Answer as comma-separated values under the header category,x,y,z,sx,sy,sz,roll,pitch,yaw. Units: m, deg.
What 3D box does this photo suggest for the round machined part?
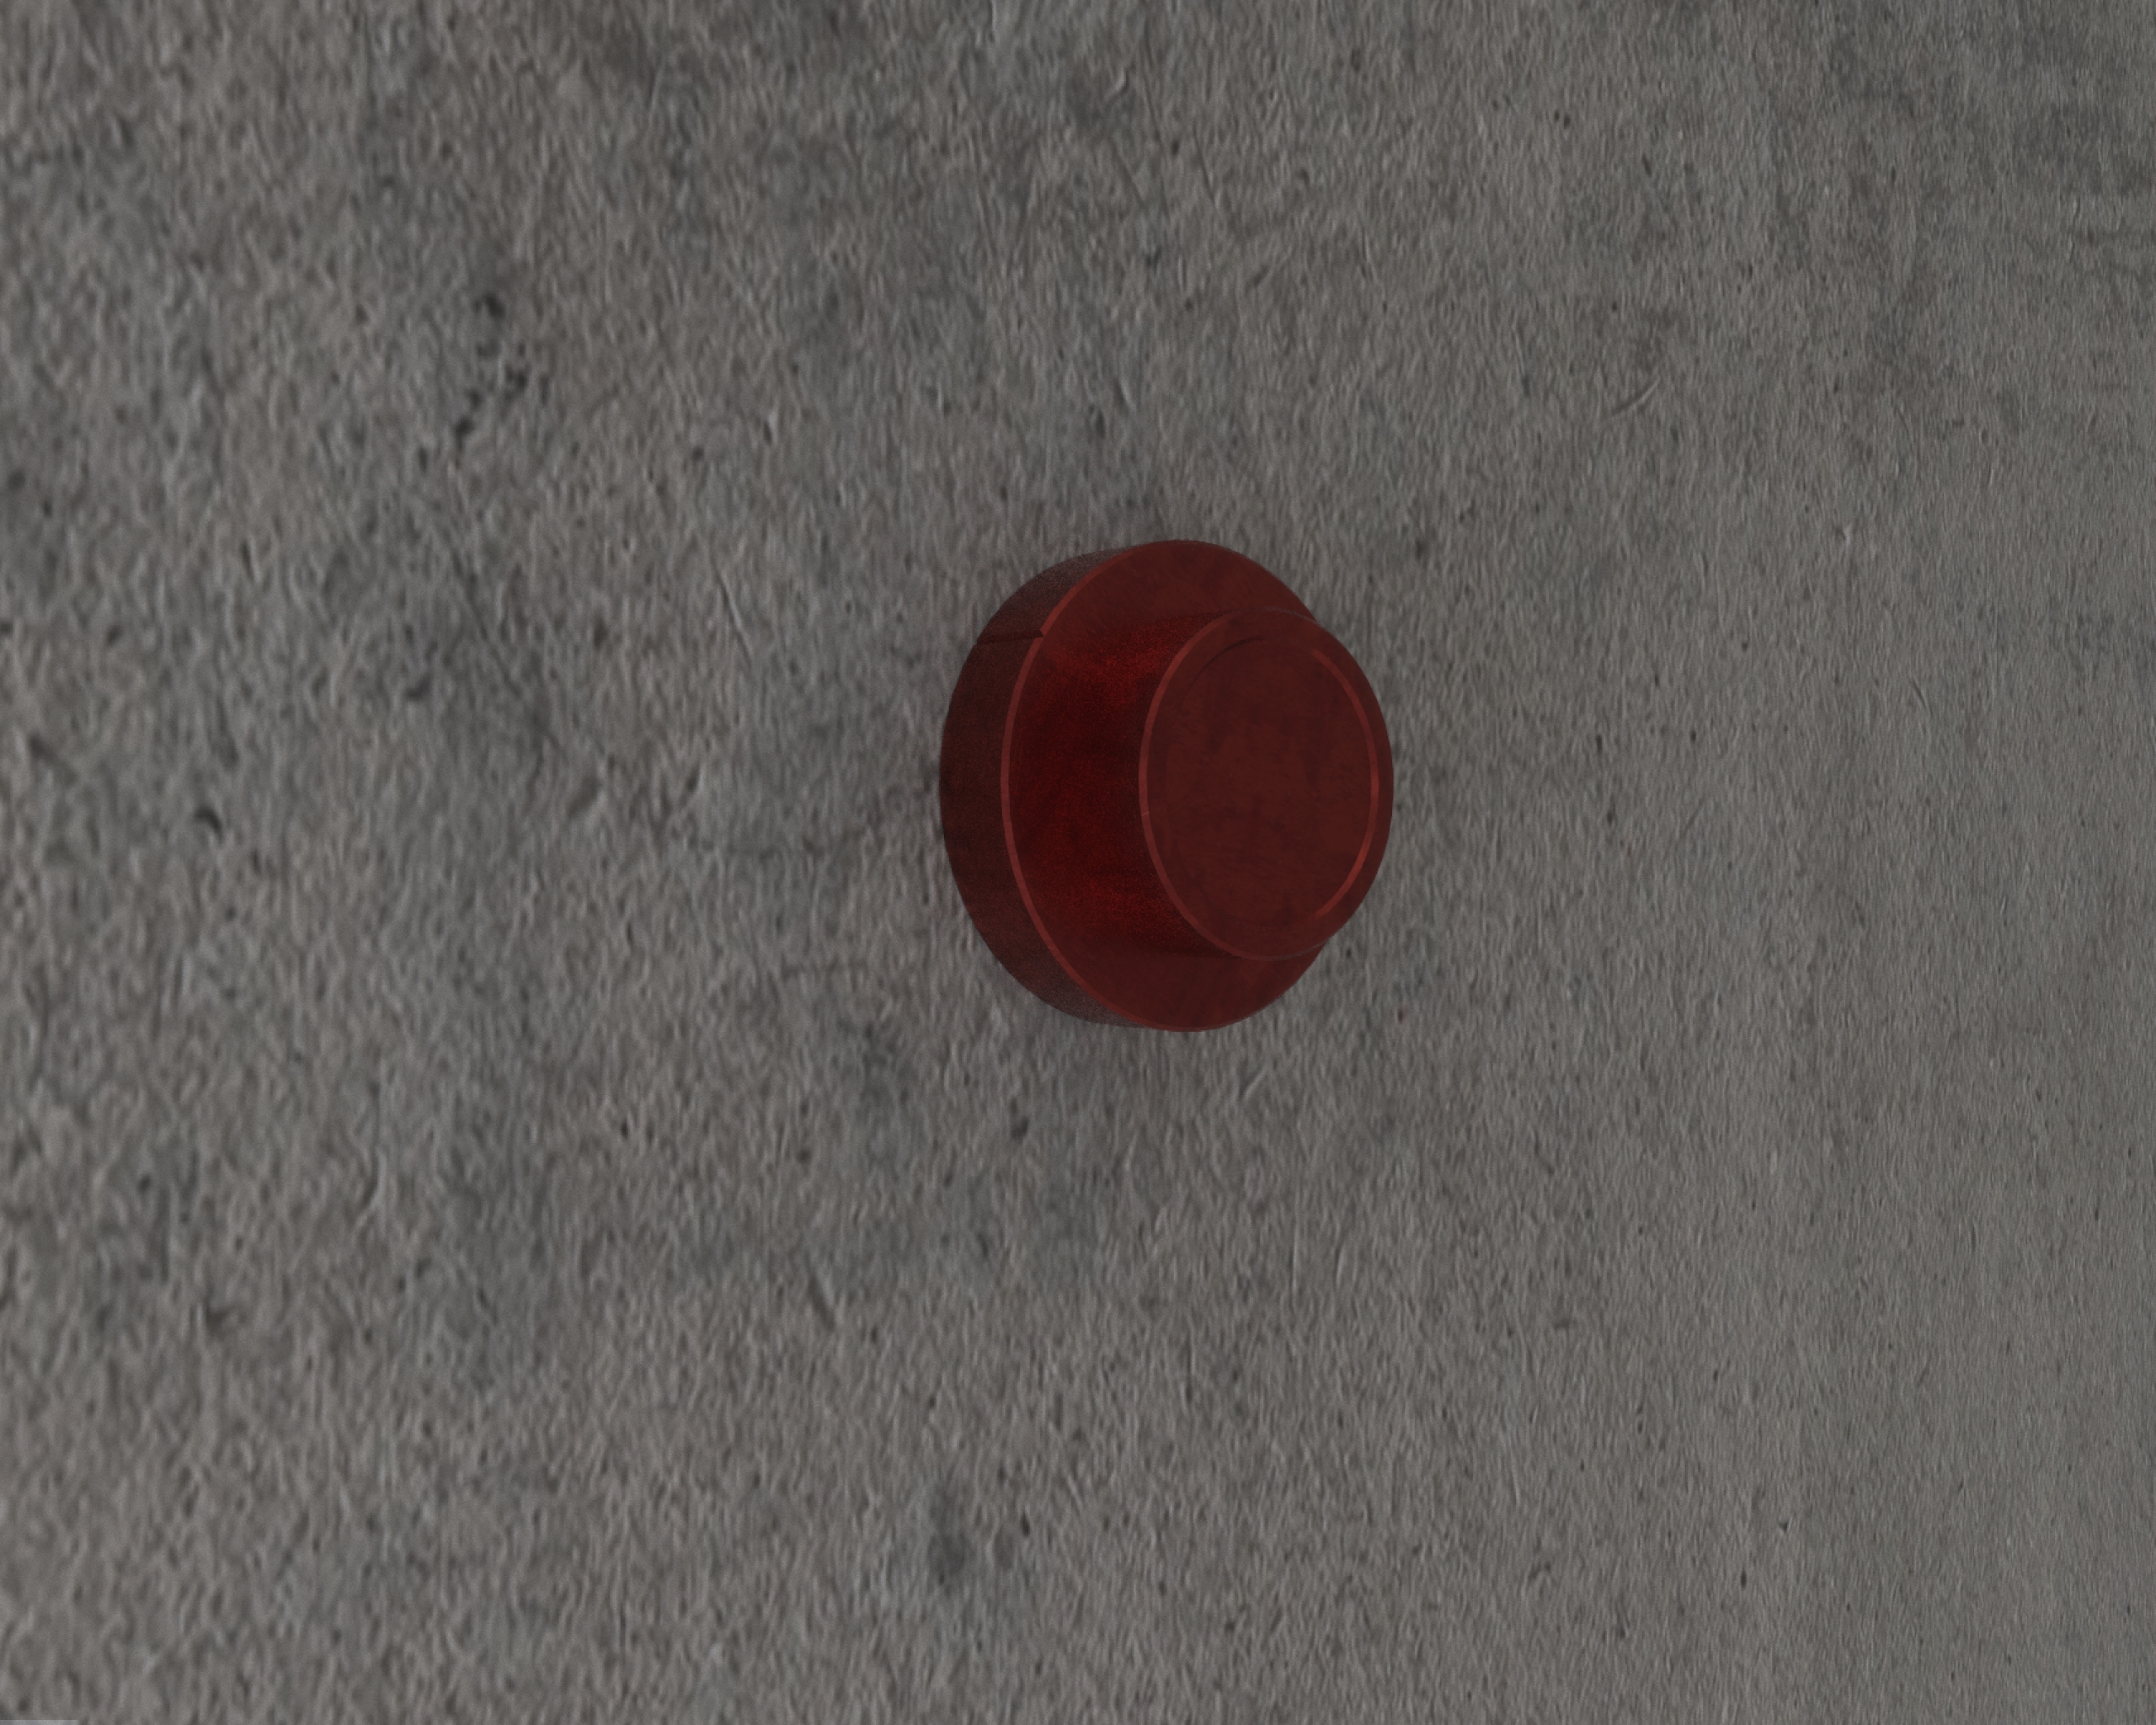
category,x,y,z,sx,sy,sz,roll,pitch,yaw
round machined part,0.025,-0.015,0.413,0.099,0.042,0.097,0,90,-40
